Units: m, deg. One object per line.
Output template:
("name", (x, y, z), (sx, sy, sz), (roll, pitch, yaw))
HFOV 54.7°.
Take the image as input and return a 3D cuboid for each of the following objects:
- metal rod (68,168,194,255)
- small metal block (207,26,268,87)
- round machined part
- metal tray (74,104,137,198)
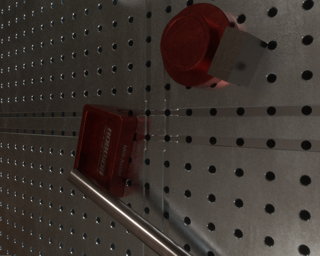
("metal rod", (-0.012, 0.137, 0.392), (0.300, 0.025, 0.025), (30, 109, 27))
("small metal block", (0.082, -0.073, 0.324), (0.025, 0.050, 0.050), (33, 110, 35))
("round machined part", (0.039, -0.098, 0.364), (0.098, 0.042, 0.097), (0, 90, 39))
("metal tray", (-0.088, 0.035, 0.475), (0.090, 0.030, 0.129), (19, 102, 38))
